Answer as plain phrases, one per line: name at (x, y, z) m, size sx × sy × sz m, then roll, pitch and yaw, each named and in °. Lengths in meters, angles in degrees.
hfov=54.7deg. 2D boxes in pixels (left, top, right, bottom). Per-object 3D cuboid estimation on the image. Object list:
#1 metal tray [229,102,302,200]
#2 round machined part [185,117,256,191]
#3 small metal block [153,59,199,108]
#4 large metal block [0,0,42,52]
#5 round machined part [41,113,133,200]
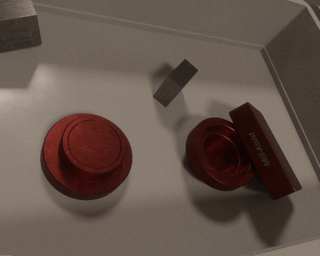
metal tray at (0.150, 0.033, 0.438) m, size 0.090 × 0.030 × 0.130 m, roll 15°, pitch 49°, yaw -59°
round machined part at (0.077, 0.038, 0.415) m, size 0.099 × 0.042 × 0.098 m, roll 14°, pitch 56°, yaw -21°
small metal block at (0.022, -0.063, 0.442) m, size 0.025 × 0.050 × 0.050 m, roll 41°, pitch 51°, yaw -1°
large metal block at (-0.193, -0.136, 0.358) m, size 0.081 × 0.050 × 0.080 m, roll -19°, pitch 72°, yaw -22°
round machined part at (-0.076, 0.025, 0.339) m, size 0.099 × 0.042 × 0.098 m, roll 14°, pitch 56°, yaw -21°
